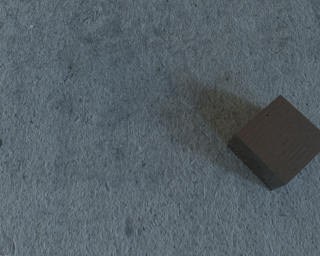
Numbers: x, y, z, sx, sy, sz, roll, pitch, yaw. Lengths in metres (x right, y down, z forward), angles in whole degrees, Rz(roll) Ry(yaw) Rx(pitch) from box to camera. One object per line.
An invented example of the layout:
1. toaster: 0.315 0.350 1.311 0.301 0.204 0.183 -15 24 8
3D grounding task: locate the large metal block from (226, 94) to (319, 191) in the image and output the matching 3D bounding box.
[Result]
1. large metal block: 0.146 0.019 0.390 0.080 0.050 0.080 -39 75 -13

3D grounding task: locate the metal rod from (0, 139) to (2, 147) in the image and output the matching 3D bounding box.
1. metal rod: -0.331 -0.064 0.427 0.300 0.025 0.025 37 74 12
